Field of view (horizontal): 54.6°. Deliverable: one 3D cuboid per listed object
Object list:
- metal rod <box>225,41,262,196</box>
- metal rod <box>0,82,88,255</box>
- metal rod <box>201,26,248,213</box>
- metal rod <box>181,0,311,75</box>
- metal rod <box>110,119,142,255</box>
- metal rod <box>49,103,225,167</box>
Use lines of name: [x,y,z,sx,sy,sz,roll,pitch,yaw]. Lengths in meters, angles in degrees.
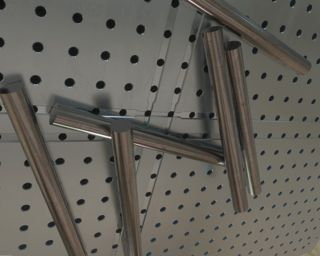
metal rod: [0.133,0.005,0.486,0.025,0.025,0.299,-29,128,-10]
metal rod: [-0.133,0.083,0.389,0.025,0.025,0.298,-19,126,-18]
metal rod: [0.098,0.007,0.444,0.025,0.025,0.299,-24,120,-14]
metal rod: [0.100,-0.128,0.385,0.302,0.025,0.025,17,110,-35]
metal rod: [-0.043,0.115,0.440,0.025,0.025,0.298,-16,131,-19]
metal rod: [0.003,0.020,0.424,0.302,0.025,0.025,17,110,-35]
